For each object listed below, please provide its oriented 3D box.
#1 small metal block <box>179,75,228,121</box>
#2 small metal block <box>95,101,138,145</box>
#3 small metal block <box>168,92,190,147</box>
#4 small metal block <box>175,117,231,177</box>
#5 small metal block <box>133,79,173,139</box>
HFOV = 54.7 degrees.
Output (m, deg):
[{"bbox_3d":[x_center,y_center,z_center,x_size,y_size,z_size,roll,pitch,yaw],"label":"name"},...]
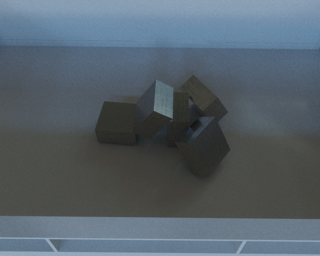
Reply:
[{"bbox_3d":[0.059,-0.037,0.415,0.025,0.050,0.050,-44,57,7],"label":"small metal block"},{"bbox_3d":[-0.053,-0.007,0.407,0.050,0.025,0.050,5,50,4],"label":"small metal block"},{"bbox_3d":[0.023,-0.010,0.396,0.025,0.050,0.050,1,50,0],"label":"small metal block"},{"bbox_3d":[0.052,0.021,0.366,0.025,0.050,0.050,2,38,50],"label":"small metal block"},{"bbox_3d":[-0.008,-0.022,0.382,0.025,0.050,0.050,22,49,-23],"label":"small metal block"}]
